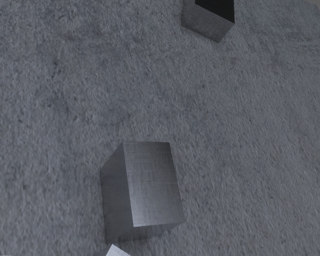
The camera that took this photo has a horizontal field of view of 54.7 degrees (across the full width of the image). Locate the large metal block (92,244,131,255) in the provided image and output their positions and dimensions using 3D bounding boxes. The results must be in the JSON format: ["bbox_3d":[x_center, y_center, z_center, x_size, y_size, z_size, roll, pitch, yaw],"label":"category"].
[{"bbox_3d":[-0.050,0.151,0.251,0.050,0.080,0.080,35,51,-6],"label":"large metal block"}]

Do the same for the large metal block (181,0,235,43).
[{"bbox_3d":[0.088,-0.216,0.569,0.081,0.050,0.080,20,54,-17],"label":"large metal block"}]

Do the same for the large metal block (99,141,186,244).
[{"bbox_3d":[-0.023,0.067,0.316,0.050,0.080,0.080,4,60,-27],"label":"large metal block"}]
